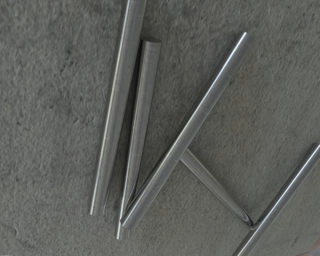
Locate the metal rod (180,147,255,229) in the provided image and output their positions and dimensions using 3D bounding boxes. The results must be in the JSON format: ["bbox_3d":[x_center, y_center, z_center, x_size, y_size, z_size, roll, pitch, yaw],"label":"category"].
[{"bbox_3d":[0.104,0.110,0.534,0.025,0.025,0.300,-43,130,1],"label":"metal rod"}]

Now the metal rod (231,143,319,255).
[{"bbox_3d":[0.225,0.157,0.605,0.025,0.025,0.299,36,90,-39],"label":"metal rod"}]

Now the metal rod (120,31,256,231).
[{"bbox_3d":[0.034,0.008,0.414,0.025,0.025,0.299,27,98,-38],"label":"metal rod"}]

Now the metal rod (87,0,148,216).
[{"bbox_3d":[-0.054,-0.017,0.367,0.025,0.025,0.298,0,119,-29],"label":"metal rod"}]

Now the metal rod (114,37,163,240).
[{"bbox_3d":[-0.034,0.033,0.409,0.025,0.025,0.298,-4,121,-27],"label":"metal rod"}]
